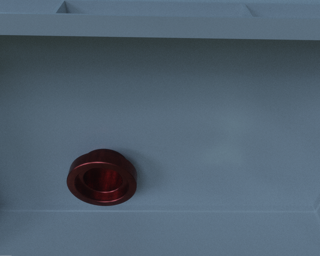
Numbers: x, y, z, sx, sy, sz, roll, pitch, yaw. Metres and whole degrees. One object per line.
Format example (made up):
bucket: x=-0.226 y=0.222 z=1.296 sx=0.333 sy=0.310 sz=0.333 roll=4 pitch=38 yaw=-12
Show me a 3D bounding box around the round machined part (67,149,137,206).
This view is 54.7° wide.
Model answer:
round machined part: x=-0.083 y=0.069 z=0.455 sx=0.099 sy=0.042 sz=0.097 roll=-1 pitch=130 yaw=0
